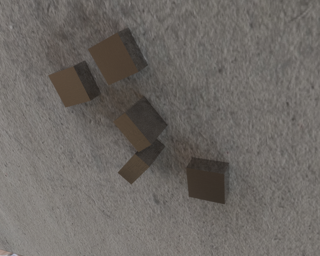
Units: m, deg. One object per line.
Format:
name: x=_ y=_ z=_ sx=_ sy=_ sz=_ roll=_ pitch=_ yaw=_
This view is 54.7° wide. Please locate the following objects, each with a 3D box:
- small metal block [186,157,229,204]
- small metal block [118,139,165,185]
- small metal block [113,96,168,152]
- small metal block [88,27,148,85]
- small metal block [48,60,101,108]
small metal block: x=0.065 y=0.070 z=0.415 sx=0.050 sy=0.025 sz=0.050 roll=7 pitch=122 yaw=24
small metal block: x=-0.025 y=0.043 z=0.429 sx=0.025 sy=0.050 sz=0.050 roll=42 pitch=129 yaw=-1
small metal block: x=-0.024 y=-0.006 z=0.398 sx=0.025 sy=0.050 sz=0.050 roll=-32 pitch=101 yaw=38
small metal block: x=-0.051 y=-0.087 z=0.379 sx=0.050 sy=0.025 sz=0.050 roll=-17 pitch=110 yaw=34
small metal block: x=-0.118 y=-0.060 z=0.430 sx=0.050 sy=0.025 sz=0.050 roll=-10 pitch=114 yaw=32
